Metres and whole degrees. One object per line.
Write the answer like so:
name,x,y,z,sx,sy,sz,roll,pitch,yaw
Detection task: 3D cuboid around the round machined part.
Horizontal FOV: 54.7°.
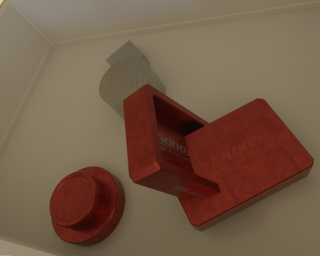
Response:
round machined part,-0.097,0.093,0.387,0.098,0.042,0.098,-13,56,20

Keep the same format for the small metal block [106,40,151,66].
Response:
small metal block,-0.051,-0.106,0.496,0.050,0.025,0.050,-40,51,0

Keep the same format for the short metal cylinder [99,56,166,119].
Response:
short metal cylinder,-0.039,-0.055,0.442,0.080,0.050,0.080,-13,56,20

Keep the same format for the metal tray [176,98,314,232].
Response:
metal tray,0.074,0.036,0.321,0.131,0.030,0.090,-28,59,-1

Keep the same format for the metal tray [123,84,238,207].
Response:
metal tray,0.023,0.023,0.309,0.030,0.131,0.090,-32,50,30
